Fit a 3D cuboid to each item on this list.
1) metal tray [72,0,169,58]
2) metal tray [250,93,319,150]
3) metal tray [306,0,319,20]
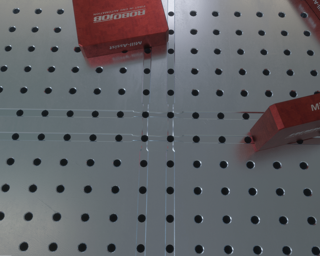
[{"bbox_3d":[-0.059,-0.162,0.468,0.131,0.030,0.090,-11,70,-4],"label":"metal tray"},{"bbox_3d":[0.188,-0.012,0.382,0.131,0.090,0.030,-13,71,-5],"label":"metal tray"},{"bbox_3d":[0.284,-0.211,0.487,0.090,0.030,0.130,-22,72,-8],"label":"metal tray"}]
